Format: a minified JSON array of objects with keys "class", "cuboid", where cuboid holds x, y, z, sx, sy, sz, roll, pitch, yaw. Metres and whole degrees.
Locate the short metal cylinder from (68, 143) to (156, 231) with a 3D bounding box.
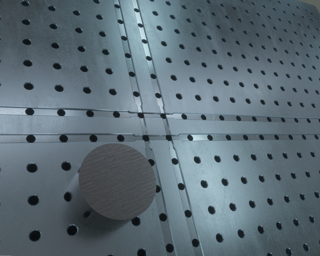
[{"class":"short metal cylinder","cuboid":[-0.051,0.063,0.328,0.081,0.050,0.080,14,56,-21]}]
